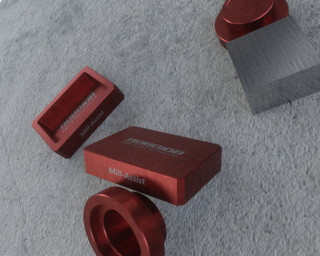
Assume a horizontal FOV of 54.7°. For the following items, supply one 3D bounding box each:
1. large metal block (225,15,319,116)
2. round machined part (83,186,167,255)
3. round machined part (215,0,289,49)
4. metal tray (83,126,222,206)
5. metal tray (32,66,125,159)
[{"bbox_3d":[0.132,-0.073,0.363,0.080,0.050,0.080,-21,54,15],"label":"large metal block"},{"bbox_3d":[-0.032,0.106,0.322,0.098,0.097,0.042,16,25,37],"label":"round machined part"},{"bbox_3d":[0.122,-0.153,0.422,0.098,0.042,0.098,-13,56,20],"label":"round machined part"},{"bbox_3d":[-0.008,0.035,0.347,0.130,0.030,0.091,12,24,32],"label":"metal tray"},{"bbox_3d":[-0.129,-0.027,0.482,0.130,0.030,0.090,-49,52,-7],"label":"metal tray"}]
